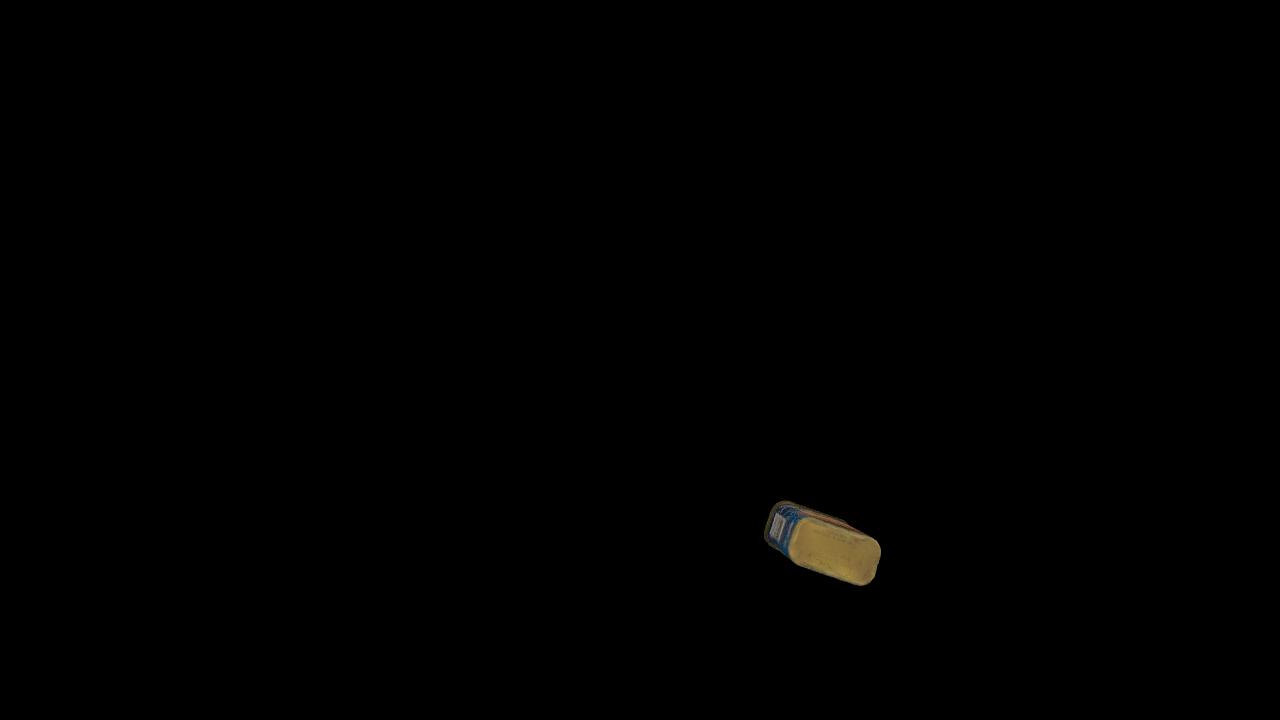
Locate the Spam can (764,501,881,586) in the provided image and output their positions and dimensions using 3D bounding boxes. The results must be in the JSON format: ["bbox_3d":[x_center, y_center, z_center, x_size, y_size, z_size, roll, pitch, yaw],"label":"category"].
[{"bbox_3d":[0.198,0.200,0.675,0.101,0.058,0.085,19,-4,-2],"label":"Spam can"}]
